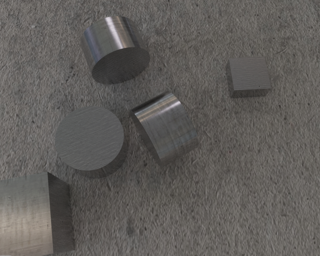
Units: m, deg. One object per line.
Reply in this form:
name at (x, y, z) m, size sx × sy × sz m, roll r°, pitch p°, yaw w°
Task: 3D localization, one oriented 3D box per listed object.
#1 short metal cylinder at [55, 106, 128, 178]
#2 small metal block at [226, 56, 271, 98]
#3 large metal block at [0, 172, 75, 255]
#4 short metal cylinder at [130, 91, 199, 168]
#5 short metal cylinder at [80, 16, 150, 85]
short metal cylinder at (-0.083, 0.019, 0.387) m, size 0.081 × 0.050 × 0.080 m, roll 0°, pitch 70°, yaw 0°
small metal block at (0.123, -0.071, 0.435) m, size 0.050 × 0.025 × 0.050 m, roll -4°, pitch 70°, yaw -2°
large metal block at (-0.133, 0.099, 0.341) m, size 0.050 × 0.080 × 0.080 m, roll -10°, pitch 71°, yaw -4°
short metal cylinder at (0.004, 0.001, 0.378) m, size 0.050 × 0.080 × 0.080 m, roll -29°, pitch 73°, yaw -10°
short metal cylinder at (-0.060, -0.102, 0.416) m, size 0.080 × 0.080 × 0.050 m, roll -21°, pitch 72°, yaw -7°
